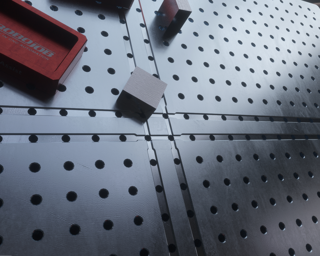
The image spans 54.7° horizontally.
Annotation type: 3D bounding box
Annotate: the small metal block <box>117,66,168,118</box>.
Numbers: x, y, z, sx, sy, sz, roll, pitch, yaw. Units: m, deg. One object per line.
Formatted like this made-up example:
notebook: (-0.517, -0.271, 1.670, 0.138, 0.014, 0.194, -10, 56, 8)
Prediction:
small metal block: (-0.024, -0.050, 0.425, 0.050, 0.025, 0.050, 30, 52, -9)

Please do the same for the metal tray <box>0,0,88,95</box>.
metal tray: (-0.168, -0.108, 0.379, 0.131, 0.030, 0.090, 28, 52, -11)

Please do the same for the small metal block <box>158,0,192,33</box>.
small metal block: (0.025, -0.199, 0.527, 0.025, 0.050, 0.050, -1, 63, -29)

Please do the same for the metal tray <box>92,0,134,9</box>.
metal tray: (-0.108, -0.248, 0.498, 0.131, 0.030, 0.090, 4, 60, -27)
